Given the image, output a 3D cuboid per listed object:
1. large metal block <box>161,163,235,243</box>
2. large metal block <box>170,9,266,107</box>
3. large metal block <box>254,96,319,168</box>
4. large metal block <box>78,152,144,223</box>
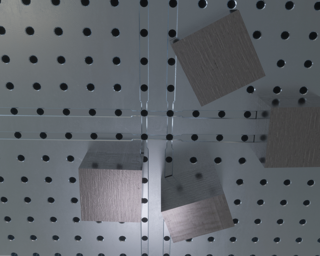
[{"bbox_3d":[0.047,0.099,0.421,0.080,0.080,0.050,-18,109,6],"label":"large metal block"},{"bbox_3d":[0.066,-0.084,0.370,0.080,0.050,0.080,-26,108,9],"label":"large metal block"},{"bbox_3d":[0.172,0.004,0.403,0.080,0.050,0.079,-1,110,0],"label":"large metal block"},{"bbox_3d":[-0.064,0.081,0.429,0.080,0.050,0.079,2,110,-1],"label":"large metal block"}]
